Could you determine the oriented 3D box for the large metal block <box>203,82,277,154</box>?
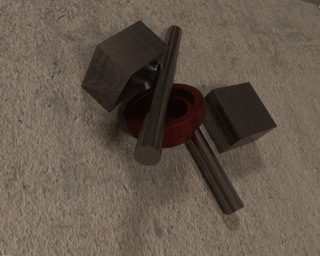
[{"bbox_3d":[0.112,-0.017,0.460,0.081,0.050,0.080,-15,70,-34],"label":"large metal block"}]

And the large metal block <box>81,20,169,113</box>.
[{"bbox_3d":[-0.045,-0.077,0.393,0.050,0.080,0.080,43,51,1],"label":"large metal block"}]

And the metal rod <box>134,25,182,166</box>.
[{"bbox_3d":[0.006,-0.067,0.400,0.025,0.025,0.300,27,37,-12],"label":"metal rod"}]

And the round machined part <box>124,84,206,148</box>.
[{"bbox_3d":[0.008,-0.012,0.385,0.098,0.042,0.098,-9,36,7],"label":"round machined part"}]

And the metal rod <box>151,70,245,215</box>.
[{"bbox_3d":[0.028,-0.022,0.433,0.025,0.025,0.299,-17,71,-35],"label":"metal rod"}]
